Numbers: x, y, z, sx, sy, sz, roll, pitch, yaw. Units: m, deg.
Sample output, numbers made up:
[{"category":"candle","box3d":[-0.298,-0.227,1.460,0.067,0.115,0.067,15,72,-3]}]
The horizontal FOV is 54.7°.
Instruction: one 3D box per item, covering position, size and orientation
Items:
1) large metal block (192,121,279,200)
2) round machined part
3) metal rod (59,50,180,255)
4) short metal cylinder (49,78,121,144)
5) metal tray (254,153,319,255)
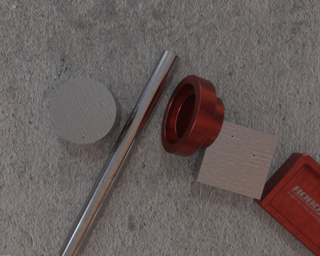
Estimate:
[{"category":"large metal block","box3d":[0.094,0.037,0.399,0.080,0.050,0.080,16,90,-1]},{"category":"round machined part","box3d":[0.042,-0.012,0.378,0.042,0.098,0.097,17,90,-20]},{"category":"metal rod","box3d":[-0.053,0.036,0.409,0.025,0.025,0.299,27,90,-1]},{"category":"short metal cylinder","box3d":[-0.093,-0.021,0.396,0.081,0.050,0.079,0,90,-1]},{"category":"metal tray","box3d":[0.204,0.107,0.410,0.130,0.030,0.090,42,90,-1]}]
